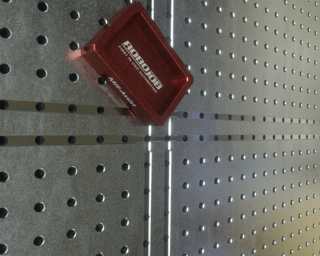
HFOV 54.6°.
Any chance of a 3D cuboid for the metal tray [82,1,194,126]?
[{"bbox_3d":[-0.021,-0.076,0.386,0.130,0.030,0.090,49,61,-29],"label":"metal tray"}]
